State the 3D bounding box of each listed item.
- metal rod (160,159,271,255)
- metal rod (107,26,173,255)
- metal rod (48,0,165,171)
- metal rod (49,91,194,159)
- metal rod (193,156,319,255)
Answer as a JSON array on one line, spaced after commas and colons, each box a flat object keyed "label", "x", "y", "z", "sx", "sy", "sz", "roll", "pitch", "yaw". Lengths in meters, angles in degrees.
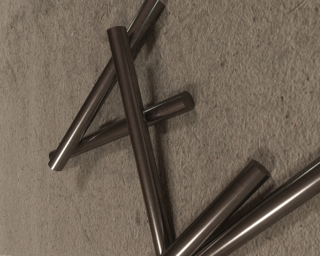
[{"label": "metal rod", "x": 0.017, "y": 0.152, "z": 0.365, "sx": 0.299, "sy": 0.025, "sz": 0.025, "roll": -52, "pitch": 60, "yaw": 18}, {"label": "metal rod", "x": -0.023, "y": 0.021, "z": 0.394, "sx": 0.025, "sy": 0.025, "sz": 0.298, "roll": -12, "pitch": 91, "yaw": 39}, {"label": "metal rod", "x": -0.086, "y": -0.054, "z": 0.453, "sx": 0.025, "sy": 0.025, "sz": 0.299, "roll": 46, "pitch": 111, "yaw": 30}, {"label": "metal rod", "x": -0.077, "y": 0.009, "z": 0.465, "sx": 0.299, "sy": 0.025, "sz": 0.025, "roll": -21, "pitch": 77, "yaw": 37}, {"label": "metal rod", "x": 0.083, "y": 0.114, "z": 0.334, "sx": 0.299, "sy": 0.025, "sz": 0.025, "roll": -49, "pitch": 61, "yaw": 28}]
